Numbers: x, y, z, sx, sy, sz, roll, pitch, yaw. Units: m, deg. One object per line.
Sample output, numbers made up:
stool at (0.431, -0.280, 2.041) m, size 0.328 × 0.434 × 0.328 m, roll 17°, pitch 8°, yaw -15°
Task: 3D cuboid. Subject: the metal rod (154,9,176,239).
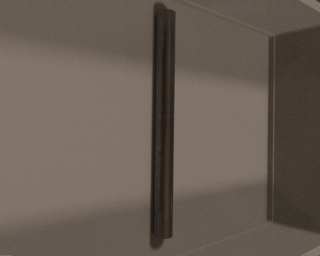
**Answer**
metal rod at (0.006, -0.006, 0.413) m, size 0.025 × 0.025 × 0.298 m, roll 1°, pitch 89°, yaw -40°
